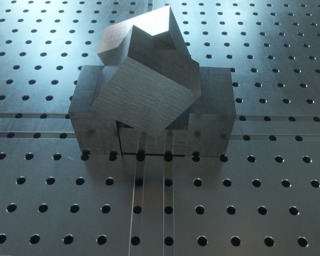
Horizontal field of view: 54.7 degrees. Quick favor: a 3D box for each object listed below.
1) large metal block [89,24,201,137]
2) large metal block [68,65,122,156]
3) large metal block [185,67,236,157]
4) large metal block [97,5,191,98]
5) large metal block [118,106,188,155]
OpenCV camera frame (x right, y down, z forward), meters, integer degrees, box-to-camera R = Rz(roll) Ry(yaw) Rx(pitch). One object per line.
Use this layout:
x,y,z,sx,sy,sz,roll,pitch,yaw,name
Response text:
-0.015,-0.044,0.322,0.080,0.080,0.050,25,45,-23,large metal block
-0.073,-0.022,0.389,0.050,0.080,0.080,2,50,1,large metal block
0.059,-0.020,0.389,0.050,0.080,0.080,3,50,2,large metal block
-0.013,-0.081,0.357,0.080,0.080,0.050,-13,47,18,large metal block
-0.006,-0.014,0.400,0.081,0.050,0.080,2,50,1,large metal block
